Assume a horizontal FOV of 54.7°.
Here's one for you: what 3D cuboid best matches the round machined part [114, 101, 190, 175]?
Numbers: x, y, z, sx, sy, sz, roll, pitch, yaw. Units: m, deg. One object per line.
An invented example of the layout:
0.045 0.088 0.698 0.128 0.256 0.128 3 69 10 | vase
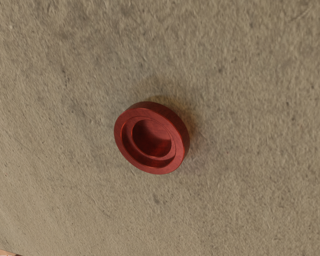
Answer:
-0.007 0.009 0.404 0.098 0.042 0.097 13 124 20 | round machined part
